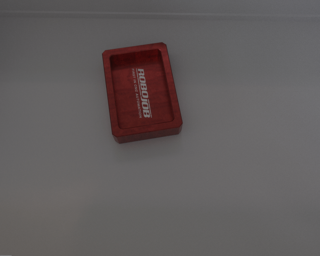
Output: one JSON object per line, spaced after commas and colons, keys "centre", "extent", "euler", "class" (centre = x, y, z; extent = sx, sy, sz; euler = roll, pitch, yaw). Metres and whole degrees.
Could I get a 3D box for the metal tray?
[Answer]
{"centre": [-0.026, -0.050, 0.425], "extent": [0.091, 0.030, 0.130], "euler": [-9, 70, -4], "class": "metal tray"}
